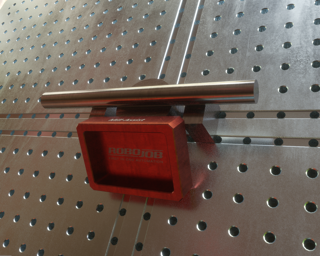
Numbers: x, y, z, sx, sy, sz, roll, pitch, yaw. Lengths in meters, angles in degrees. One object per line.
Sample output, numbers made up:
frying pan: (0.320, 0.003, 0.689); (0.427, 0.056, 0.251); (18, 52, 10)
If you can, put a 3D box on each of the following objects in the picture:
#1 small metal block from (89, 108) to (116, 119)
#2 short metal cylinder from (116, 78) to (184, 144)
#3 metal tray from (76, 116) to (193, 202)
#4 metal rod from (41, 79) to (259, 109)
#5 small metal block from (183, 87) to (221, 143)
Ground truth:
small metal block: (-0.071, -0.018, 0.441); (0.025, 0.050, 0.050); (-1, 61, 28)
short metal cylinder: (-0.010, -0.018, 0.408); (0.080, 0.050, 0.080); (-13, 56, 21)
metal tray: (-0.032, 0.033, 0.366); (0.130, 0.089, 0.030); (1, 19, 28)
metal rod: (-0.034, -0.039, 0.386); (0.300, 0.025, 0.025); (1, 62, 29)
small metal block: (0.051, -0.015, 0.375); (0.025, 0.050, 0.050); (-1, 61, 28)
